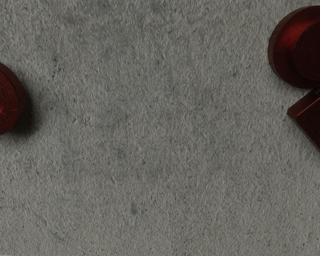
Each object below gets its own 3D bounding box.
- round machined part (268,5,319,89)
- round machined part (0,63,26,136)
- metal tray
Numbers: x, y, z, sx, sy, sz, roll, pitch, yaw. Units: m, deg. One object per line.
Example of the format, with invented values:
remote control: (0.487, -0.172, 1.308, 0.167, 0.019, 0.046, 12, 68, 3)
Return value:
round machined part: (0.184, -0.094, 0.369, 0.099, 0.042, 0.097, 0, 110, -1)
round machined part: (-0.216, -0.040, 0.383, 0.099, 0.042, 0.097, 0, 110, -1)
metal tray: (0.246, -0.028, 0.400, 0.130, 0.030, 0.090, -41, 106, 13)
